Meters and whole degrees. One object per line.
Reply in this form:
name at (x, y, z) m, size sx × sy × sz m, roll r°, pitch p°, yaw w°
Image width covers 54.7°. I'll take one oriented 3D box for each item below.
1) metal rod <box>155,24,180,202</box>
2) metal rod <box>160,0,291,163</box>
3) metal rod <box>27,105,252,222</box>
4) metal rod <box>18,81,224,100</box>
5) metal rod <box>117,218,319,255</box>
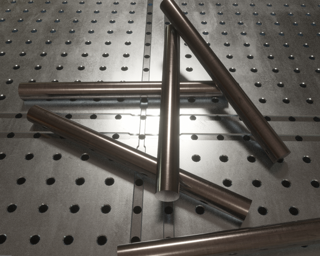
metal rod at (0.014, -0.045, 0.411) m, size 0.025 × 0.025 × 0.300 m, roll 2°, pitch 50°, yaw 1°
metal rod at (0.080, -0.082, 0.440) m, size 0.025 × 0.025 × 0.299 m, roll -22°, pitch 65°, yaw -18°
metal rod at (-0.038, 0.035, 0.377) m, size 0.301 × 0.025 × 0.025 m, roll 22°, pitch 53°, yaw 17°
metal rod at (-0.050, -0.056, 0.453) m, size 0.302 × 0.025 × 0.025 m, roll -1°, pitch 50°, yaw -1°
metal rod at (0.110, 0.112, 0.315) m, size 0.302 × 0.025 × 0.025 m, roll -6°, pitch 50°, yaw -6°
